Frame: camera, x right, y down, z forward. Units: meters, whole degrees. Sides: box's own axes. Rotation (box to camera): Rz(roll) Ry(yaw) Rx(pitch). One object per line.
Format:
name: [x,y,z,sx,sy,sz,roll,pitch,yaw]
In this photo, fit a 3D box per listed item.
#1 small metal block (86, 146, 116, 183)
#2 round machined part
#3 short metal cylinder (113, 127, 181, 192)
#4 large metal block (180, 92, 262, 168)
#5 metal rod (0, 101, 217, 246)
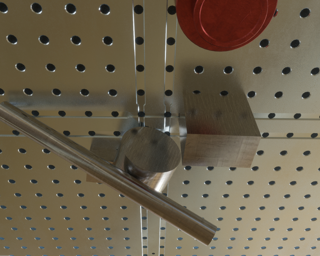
small metal block: [-0.081,0.057,0.459,0.050,0.025,0.050,8,130,-8]
round machined part: [0.065,-0.118,0.301,0.099,0.042,0.097,-1,130,0]
short metal cylinder: [-0.019,0.044,0.413,0.081,0.080,0.050,15,129,-13]
large metal block: [0.067,0.001,0.377,0.081,0.080,0.050,2,130,-3]
metal rod: [-0.070,0.051,0.374,0.301,0.025,0.025,30,128,7]
